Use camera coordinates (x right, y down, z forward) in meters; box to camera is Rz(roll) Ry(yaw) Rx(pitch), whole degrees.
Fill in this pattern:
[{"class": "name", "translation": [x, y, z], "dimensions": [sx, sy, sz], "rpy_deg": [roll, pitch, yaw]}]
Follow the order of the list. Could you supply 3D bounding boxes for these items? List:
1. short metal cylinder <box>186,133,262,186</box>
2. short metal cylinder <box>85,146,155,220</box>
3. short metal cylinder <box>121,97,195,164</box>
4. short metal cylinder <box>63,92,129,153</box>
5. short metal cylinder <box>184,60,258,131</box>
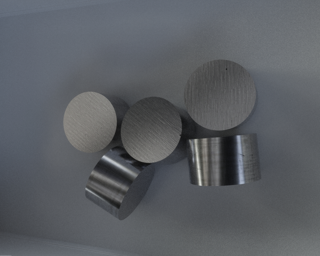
[{"class": "short metal cylinder", "translation": [0.072, 0.034, 0.356], "dimensions": [0.080, 0.080, 0.050], "rpy_deg": [-6, 88, 20]}, {"class": "short metal cylinder", "translation": [-0.050, 0.070, 0.399], "dimensions": [0.050, 0.080, 0.080], "rpy_deg": [28, 99, 18]}, {"class": "short metal cylinder", "translation": [-0.002, 0.005, 0.391], "dimensions": [0.080, 0.050, 0.080], "rpy_deg": [-4, 79, 23]}, {"class": "short metal cylinder", "translation": [-0.084, -0.008, 0.427], "dimensions": [0.080, 0.050, 0.080], "rpy_deg": [0, 90, 20]}, {"class": "short metal cylinder", "translation": [0.074, -0.037, 0.371], "dimensions": [0.080, 0.050, 0.080], "rpy_deg": [0, 90, 20]}]
